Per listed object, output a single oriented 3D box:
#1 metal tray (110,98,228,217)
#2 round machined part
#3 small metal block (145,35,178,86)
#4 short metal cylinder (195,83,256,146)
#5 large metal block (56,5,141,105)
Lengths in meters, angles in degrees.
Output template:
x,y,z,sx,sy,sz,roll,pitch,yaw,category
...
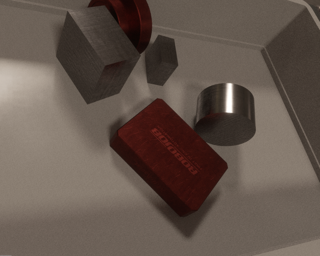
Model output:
x,y,z,sx,sy,sz,roll,pitch,yaw,category
0.014,0.034,0.391,0.130,0.030,0.090,45,51,3,metal tray
-0.060,-0.139,0.411,0.042,0.097,0.098,-28,78,-42,round machined part
0.001,-0.098,0.451,0.025,0.050,0.050,8,58,-24,small metal block
0.091,-0.017,0.432,0.080,0.080,0.050,21,54,-17,short metal cylinder
-0.079,-0.089,0.383,0.050,0.080,0.080,-26,77,-37,large metal block
